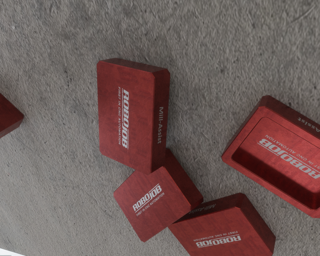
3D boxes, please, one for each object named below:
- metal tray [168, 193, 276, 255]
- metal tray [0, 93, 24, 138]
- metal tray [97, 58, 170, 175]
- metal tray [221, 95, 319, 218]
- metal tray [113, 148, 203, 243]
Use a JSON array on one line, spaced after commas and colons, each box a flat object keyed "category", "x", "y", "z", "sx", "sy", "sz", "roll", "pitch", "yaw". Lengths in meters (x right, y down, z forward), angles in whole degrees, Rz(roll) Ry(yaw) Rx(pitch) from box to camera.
[{"category": "metal tray", "x": 0.087, "y": 0.152, "z": 0.452, "sx": 0.130, "sy": 0.030, "sz": 0.090, "roll": -28, "pitch": 103, "yaw": 37}, {"category": "metal tray", "x": -0.298, "y": -0.012, "z": 0.489, "sx": 0.090, "sy": 0.131, "sz": 0.030, "roll": 44, "pitch": 129, "yaw": -2}, {"category": "metal tray", "x": -0.036, "y": -0.016, "z": 0.389, "sx": 0.090, "sy": 0.030, "sz": 0.129, "roll": 19, "pitch": 118, "yaw": 32}, {"category": "metal tray", "x": 0.147, "y": 0.034, "z": 0.346, "sx": 0.130, "sy": 0.030, "sz": 0.089, "roll": 32, "pitch": 129, "yaw": 7}, {"category": "metal tray", "x": -0.008, "y": 0.100, "z": 0.451, "sx": 0.090, "sy": 0.030, "sz": 0.129, "roll": 55, "pitch": 131, "yaw": 15}]
